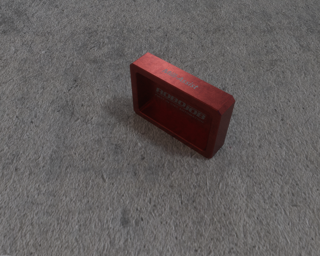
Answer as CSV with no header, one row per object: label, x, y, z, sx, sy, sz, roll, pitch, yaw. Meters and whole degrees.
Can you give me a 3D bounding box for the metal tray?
metal tray,0.023,-0.028,0.386,0.130,0.089,0.030,32,57,24
